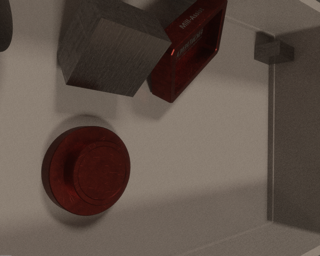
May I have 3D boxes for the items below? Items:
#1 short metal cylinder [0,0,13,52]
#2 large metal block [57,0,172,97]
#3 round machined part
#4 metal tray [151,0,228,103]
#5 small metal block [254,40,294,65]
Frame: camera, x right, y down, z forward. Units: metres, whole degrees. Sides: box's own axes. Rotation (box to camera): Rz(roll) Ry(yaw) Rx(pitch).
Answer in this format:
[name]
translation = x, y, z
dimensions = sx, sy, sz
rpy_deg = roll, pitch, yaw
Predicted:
[short metal cylinder]
translation = -0.155, -0.095, 0.232
dimensions = 0.050, 0.080, 0.079
rpy_deg = -7, 96, -1
[large metal block]
translation = -0.049, -0.083, 0.322
dimensions = 0.081, 0.080, 0.050
rpy_deg = 7, 46, -40
[round machined part]
translation = -0.072, 0.047, 0.337
dimensions = 0.099, 0.042, 0.097
rpy_deg = 0, 90, -40
[metal tray]
translation = 0.038, -0.105, 0.405
dimensions = 0.130, 0.030, 0.090
rpy_deg = -49, 157, -29
[small metal block]
translation = 0.210, -0.137, 0.569
dimensions = 0.050, 0.050, 0.025
rpy_deg = 6, 87, -40
